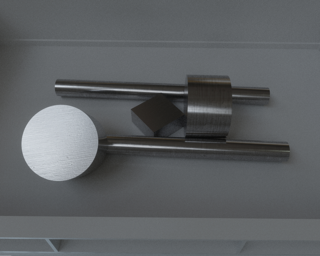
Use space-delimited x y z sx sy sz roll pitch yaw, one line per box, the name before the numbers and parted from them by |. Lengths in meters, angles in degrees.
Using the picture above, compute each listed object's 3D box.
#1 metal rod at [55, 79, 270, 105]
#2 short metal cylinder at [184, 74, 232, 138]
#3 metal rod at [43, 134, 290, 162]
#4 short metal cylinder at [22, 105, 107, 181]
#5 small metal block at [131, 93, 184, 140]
metal rod | 0.003 -0.052 0.446 0.302 0.025 0.025 3 50 1
short metal cylinder | 0.057 -0.027 0.391 0.050 0.080 0.080 1 50 1
metal rod | 0.004 0.023 0.383 0.302 0.025 0.025 2 50 1
short metal cylinder | -0.104 0.018 0.348 0.081 0.050 0.080 0 84 1
small metal block | -0.003 -0.013 0.414 0.050 0.025 0.050 -31 57 -24
